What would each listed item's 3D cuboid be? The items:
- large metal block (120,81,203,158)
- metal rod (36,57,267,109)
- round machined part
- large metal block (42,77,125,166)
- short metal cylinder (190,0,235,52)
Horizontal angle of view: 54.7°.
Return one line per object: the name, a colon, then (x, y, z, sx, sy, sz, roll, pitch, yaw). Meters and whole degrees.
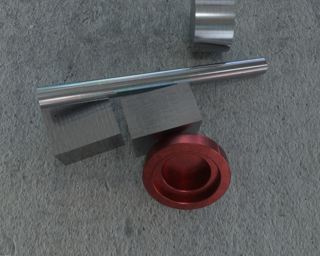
large metal block: (0.001, -0.007, 0.382, 0.081, 0.080, 0.050, -15, 71, -6)
metal rod: (0.005, -0.061, 0.395, 0.302, 0.025, 0.025, -11, 70, -19)
round machined part: (0.031, 0.046, 0.364, 0.099, 0.097, 0.042, 4, 31, 1)
large metal block: (-0.098, -0.008, 0.396, 0.081, 0.050, 0.080, -19, 71, -7)
short metal cylinder: (0.070, -0.147, 0.434, 0.050, 0.080, 0.080, 0, 70, 0)
